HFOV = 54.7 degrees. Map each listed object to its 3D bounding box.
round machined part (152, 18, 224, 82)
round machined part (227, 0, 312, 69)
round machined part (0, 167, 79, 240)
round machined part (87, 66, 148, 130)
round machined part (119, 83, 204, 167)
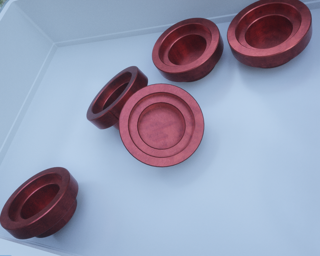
[{"bbox_3d":[0.042,-0.104,0.437,0.098,0.042,0.098,-13,56,21],"label":"round machined part"},{"bbox_3d":[0.139,-0.115,0.392,0.098,0.042,0.098,-13,56,21],"label":"round machined part"},{"bbox_3d":[-0.147,0.100,0.397,0.098,0.042,0.098,-20,32,13],"label":"round machined part"},{"bbox_3d":[-0.052,-0.036,0.430,0.098,0.042,0.098,-34,30,23],"label":"round machined part"},{"bbox_3d":[0.001,-0.001,0.376,0.099,0.042,0.097,0,82,-2],"label":"round machined part"}]
